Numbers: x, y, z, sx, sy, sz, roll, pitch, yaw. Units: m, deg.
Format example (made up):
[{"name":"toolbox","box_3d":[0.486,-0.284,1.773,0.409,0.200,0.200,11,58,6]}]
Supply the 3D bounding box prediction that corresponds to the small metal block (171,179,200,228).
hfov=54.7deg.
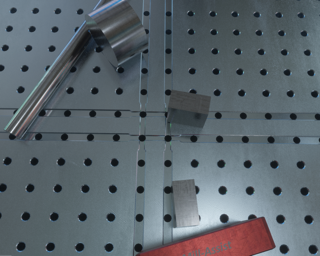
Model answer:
[{"name":"small metal block","box_3d":[0.028,0.091,0.366,0.025,0.050,0.050,-5,70,-2]}]

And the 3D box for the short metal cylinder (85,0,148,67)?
[{"name":"short metal cylinder","box_3d":[-0.060,-0.132,0.430,0.050,0.080,0.080,-35,74,-12]}]

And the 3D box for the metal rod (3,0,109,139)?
[{"name":"metal rod","box_3d":[-0.124,-0.116,0.452,0.025,0.025,0.300,26,72,9]}]

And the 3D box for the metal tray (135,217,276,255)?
[{"name":"metal tray","box_3d":[0.043,0.130,0.330,0.131,0.090,0.030,-15,71,-6]}]

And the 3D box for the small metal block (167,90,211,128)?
[{"name":"small metal block","box_3d":[0.037,-0.024,0.408,0.050,0.050,0.025,10,71,3]}]
